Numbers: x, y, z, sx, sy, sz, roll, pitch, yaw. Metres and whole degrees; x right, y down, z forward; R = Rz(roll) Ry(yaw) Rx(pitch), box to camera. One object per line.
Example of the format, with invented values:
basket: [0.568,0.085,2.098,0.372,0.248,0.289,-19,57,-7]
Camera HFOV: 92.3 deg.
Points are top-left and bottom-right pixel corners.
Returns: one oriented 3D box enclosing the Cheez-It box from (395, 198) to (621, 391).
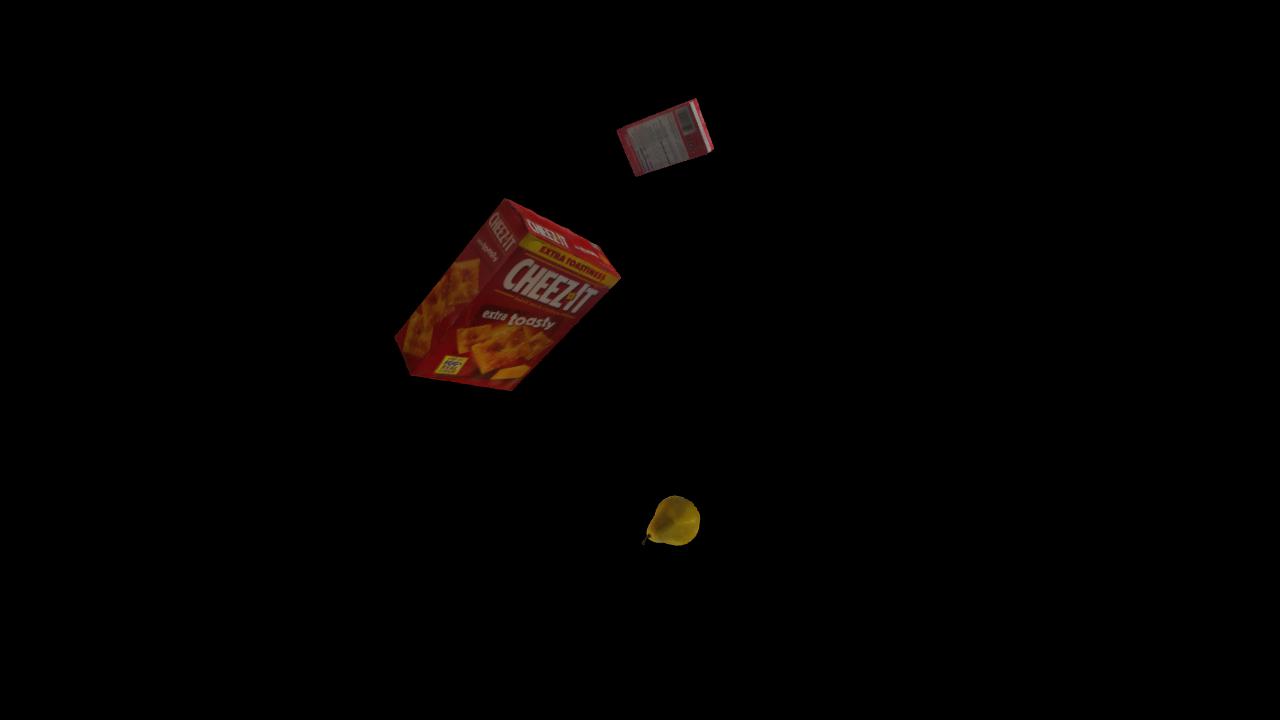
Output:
Cheez-It box: [-0.154,-0.064,0.731,0.223,0.071,0.166,-44,-29,18]

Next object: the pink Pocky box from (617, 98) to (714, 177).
pink Pocky box: [0.040,-0.361,1.006,0.155,0.084,0.029,-4,31,41]

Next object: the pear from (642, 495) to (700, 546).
pear: [0.042,0.261,0.982,0.111,0.080,0.080,-1,1,-42]
